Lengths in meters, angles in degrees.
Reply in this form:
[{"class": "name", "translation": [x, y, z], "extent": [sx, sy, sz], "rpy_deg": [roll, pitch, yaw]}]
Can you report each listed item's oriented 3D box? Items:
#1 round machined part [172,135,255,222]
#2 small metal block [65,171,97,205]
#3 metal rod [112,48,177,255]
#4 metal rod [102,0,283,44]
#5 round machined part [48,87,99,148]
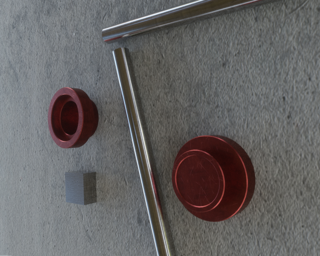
[{"class": "round machined part", "translation": [0.052, 0.057, 0.351], "extent": [0.098, 0.042, 0.097], "rpy_deg": [0, 90, 40]}, {"class": "small metal block", "translation": [-0.131, 0.098, 0.514], "extent": [0.050, 0.025, 0.050], "rpy_deg": [-4, 88, 40]}, {"class": "metal rod", "translation": [-0.023, 0.031, 0.423], "extent": [0.025, 0.025, 0.299], "rpy_deg": [-22, 76, 38]}, {"class": "metal rod", "translation": [0.037, -0.140, 0.374], "extent": [0.300, 0.025, 0.025], "rpy_deg": [0, 90, 40]}, {"class": "round machined part", "translation": [-0.138, -0.016, 0.508], "extent": [0.098, 0.042, 0.097], "rpy_deg": [0, 90, 40]}]
